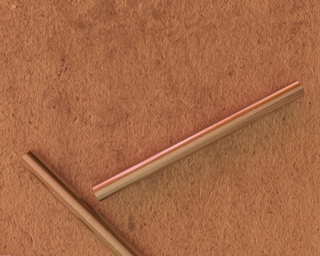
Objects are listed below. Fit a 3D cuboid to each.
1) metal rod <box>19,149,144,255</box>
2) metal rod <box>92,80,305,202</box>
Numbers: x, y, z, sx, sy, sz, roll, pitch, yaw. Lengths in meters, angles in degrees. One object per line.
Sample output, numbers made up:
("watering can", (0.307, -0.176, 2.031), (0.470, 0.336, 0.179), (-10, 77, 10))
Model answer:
("metal rod", (-0.068, 0.141, 0.409), (0.300, 0.025, 0.025), (44, 90, -1))
("metal rod", (0.051, 0.017, 0.410), (0.301, 0.025, 0.025), (-27, 90, -1))
